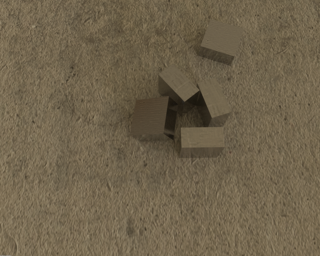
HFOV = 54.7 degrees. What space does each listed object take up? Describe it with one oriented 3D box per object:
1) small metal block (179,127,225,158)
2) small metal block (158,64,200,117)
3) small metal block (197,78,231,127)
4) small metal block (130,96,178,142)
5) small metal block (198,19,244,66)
[{"bbox_3d":[0.050,0.019,0.388,0.050,0.050,0.025,-1,70,0],"label":"small metal block"},{"bbox_3d":[0.024,-0.049,0.413,0.025,0.050,0.050,-38,75,-13],"label":"small metal block"},{"bbox_3d":[0.067,-0.030,0.406,0.025,0.050,0.050,-17,71,-6],"label":"small metal block"},{"bbox_3d":[-0.007,-0.011,0.400,0.050,0.025,0.050,-4,67,31],"label":"small metal block"},{"bbox_3d":[0.089,-0.126,0.455,0.050,0.025,0.050,19,71,7],"label":"small metal block"}]
